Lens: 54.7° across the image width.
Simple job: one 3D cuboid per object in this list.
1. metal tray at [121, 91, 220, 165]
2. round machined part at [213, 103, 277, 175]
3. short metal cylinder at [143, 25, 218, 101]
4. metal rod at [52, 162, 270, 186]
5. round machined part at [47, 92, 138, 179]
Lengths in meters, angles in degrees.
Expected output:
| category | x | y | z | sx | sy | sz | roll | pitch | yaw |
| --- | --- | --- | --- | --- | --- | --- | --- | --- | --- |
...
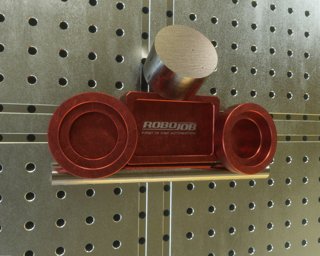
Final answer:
| category | x | y | z | sx | sy | sz | roll | pitch | yaw |
| --- | --- | --- | --- | --- | --- | --- | --- | --- | --- |
| metal tray | 0.015 | 0.001 | 0.411 | 0.131 | 0.030 | 0.089 | 1 | 90 | -21 |
| round machined part | 0.114 | 0.015 | 0.436 | 0.099 | 0.042 | 0.097 | 1 | 88 | -28 |
| short metal cylinder | 0.024 | -0.081 | 0.389 | 0.081 | 0.050 | 0.080 | 9 | 61 | -16 |
| metal rod | 0.015 | 0.059 | 0.414 | 0.302 | 0.025 | 0.025 | 2 | 90 | -20 |
| round machined part | -0.078 | 0.009 | 0.366 | 0.099 | 0.042 | 0.097 | 1 | 87 | -12 |
